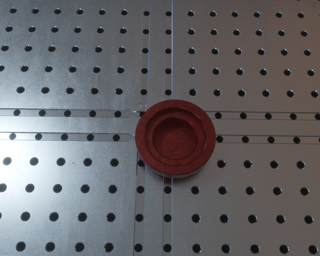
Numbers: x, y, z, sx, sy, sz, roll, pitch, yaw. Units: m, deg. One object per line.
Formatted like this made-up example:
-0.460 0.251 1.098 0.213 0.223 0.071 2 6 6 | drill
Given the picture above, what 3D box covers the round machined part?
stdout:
0.019 0.016 0.397 0.099 0.042 0.098 0 70 -1 | round machined part
